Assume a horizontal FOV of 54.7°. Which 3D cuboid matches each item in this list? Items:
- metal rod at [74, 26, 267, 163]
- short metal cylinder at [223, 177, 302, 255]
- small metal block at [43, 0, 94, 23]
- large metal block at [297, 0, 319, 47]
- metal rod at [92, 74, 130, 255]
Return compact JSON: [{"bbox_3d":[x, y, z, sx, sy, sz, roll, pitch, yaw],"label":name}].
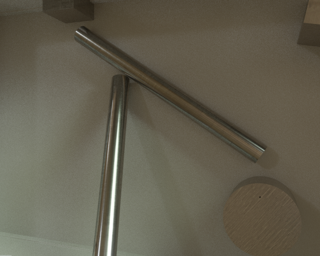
[{"bbox_3d":[0.003,-0.052,0.408,0.300,0.025,0.025,36,101,16],"label":"metal rod"},{"bbox_3d":[0.117,0.099,0.356,0.080,0.050,0.079,0,90,19],"label":"short metal cylinder"},{"bbox_3d":[-0.129,-0.172,0.441,0.050,0.050,0.025,1,91,19],"label":"small metal block"},{"bbox_3d":[0.191,-0.115,0.314,0.080,0.080,0.050,14,95,19],"label":"large metal block"},{"bbox_3d":[-0.057,0.066,0.362,0.025,0.025,0.299,-9,61,19],"label":"metal rod"}]
